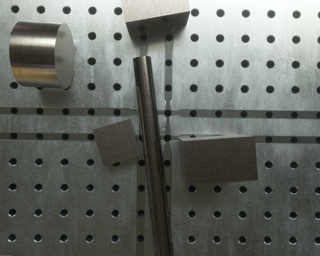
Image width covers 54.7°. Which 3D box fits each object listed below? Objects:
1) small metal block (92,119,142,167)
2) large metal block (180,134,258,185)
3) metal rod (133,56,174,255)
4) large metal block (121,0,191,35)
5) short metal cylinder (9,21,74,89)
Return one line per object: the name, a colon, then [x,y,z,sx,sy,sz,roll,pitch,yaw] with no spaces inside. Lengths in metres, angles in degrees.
small metal block: [-0.056,0.019,0.413,0.050,0.025,0.050,-17,90,-1]
large metal block: [0.068,0.036,0.387,0.081,0.080,0.050,-4,90,-1]
metal rod: [-0.007,0.055,0.413,0.025,0.025,0.298,-7,90,0]
large metal block: [-0.010,-0.174,0.401,0.080,0.050,0.080,-10,90,-1]
short metal cylinder: [-0.142,-0.090,0.384,0.050,0.080,0.079,3,90,0]
